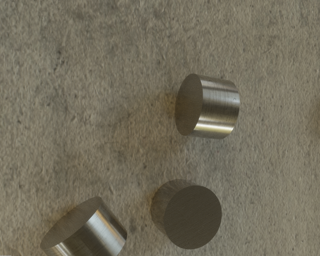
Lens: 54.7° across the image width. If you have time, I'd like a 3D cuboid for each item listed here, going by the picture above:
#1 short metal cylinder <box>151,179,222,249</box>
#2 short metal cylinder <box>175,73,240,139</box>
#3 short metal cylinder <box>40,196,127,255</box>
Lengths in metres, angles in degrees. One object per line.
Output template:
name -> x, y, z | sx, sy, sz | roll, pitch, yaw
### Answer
short metal cylinder -> 0.034, 0.111, 0.410 | 0.081, 0.050, 0.079 | 0, 90, -21
short metal cylinder -> 0.059, -0.027, 0.403 | 0.050, 0.080, 0.080 | 7, 88, -20
short metal cylinder -> -0.084, 0.124, 0.349 | 0.080, 0.080, 0.050 | -38, 103, -16
